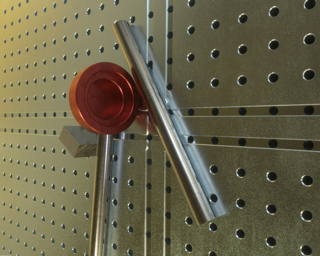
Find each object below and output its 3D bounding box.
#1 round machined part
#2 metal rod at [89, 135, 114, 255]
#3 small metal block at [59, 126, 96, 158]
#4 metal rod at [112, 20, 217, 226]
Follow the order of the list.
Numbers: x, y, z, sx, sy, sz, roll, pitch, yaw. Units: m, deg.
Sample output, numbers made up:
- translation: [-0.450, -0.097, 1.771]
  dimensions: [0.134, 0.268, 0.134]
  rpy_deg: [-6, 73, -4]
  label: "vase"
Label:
- translation: [-0.080, -0.039, 0.429]
  dimensions: [0.042, 0.099, 0.097]
  rpy_deg: [-3, 88, 49]
  label: "round machined part"
- translation: [-0.092, 0.100, 0.485]
  dimensions: [0.025, 0.025, 0.298]
  rpy_deg: [8, 95, 40]
  label: "metal rod"
- translation: [-0.124, 0.021, 0.496]
  dimensions: [0.050, 0.050, 0.025]
  rpy_deg: [42, 116, 32]
  label: "small metal block"
- translation: [-0.001, -0.020, 0.410]
  dimensions: [0.025, 0.025, 0.299]
  rpy_deg: [-36, 68, 34]
  label: "metal rod"
